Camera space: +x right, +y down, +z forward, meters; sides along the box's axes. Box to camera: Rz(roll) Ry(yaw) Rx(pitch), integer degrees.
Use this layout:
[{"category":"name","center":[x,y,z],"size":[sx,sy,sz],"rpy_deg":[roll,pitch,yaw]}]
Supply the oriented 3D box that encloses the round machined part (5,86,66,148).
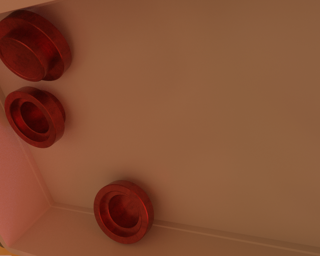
[{"category":"round machined part","center":[-0.189,-0.020,0.485],"size":[0.098,0.042,0.097],"rpy_deg":[13,124,21]}]

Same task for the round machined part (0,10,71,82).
[{"category":"round machined part","center":[-0.172,-0.100,0.410],"size":[0.098,0.042,0.097],"rpy_deg":[15,141,13]}]

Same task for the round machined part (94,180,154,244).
[{"category":"round machined part","center":[-0.053,0.129,0.494],"size":[0.098,0.042,0.097],"rpy_deg":[5,102,24]}]
